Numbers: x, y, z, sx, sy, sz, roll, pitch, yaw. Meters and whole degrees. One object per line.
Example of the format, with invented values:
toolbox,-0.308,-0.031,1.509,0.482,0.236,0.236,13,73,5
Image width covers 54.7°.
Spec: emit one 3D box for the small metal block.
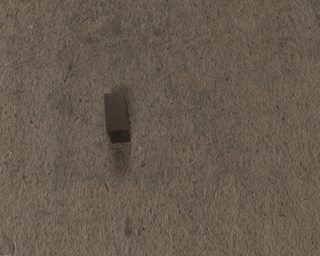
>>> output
small metal block,-0.054,-0.012,0.399,0.025,0.050,0.050,-6,70,-3
